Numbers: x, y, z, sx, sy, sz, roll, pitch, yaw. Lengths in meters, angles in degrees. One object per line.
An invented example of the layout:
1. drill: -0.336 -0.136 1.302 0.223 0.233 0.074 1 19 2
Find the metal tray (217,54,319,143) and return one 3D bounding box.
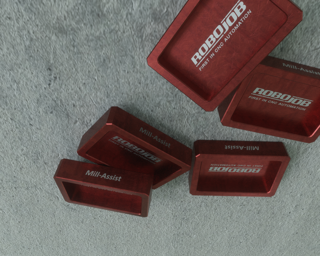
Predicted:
1. metal tray: 0.148 -0.033 0.376 0.131 0.030 0.089 11 129 -10

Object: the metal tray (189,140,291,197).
1. metal tray: 0.112 0.061 0.456 0.131 0.030 0.089 2 130 -2

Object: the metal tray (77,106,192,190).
1. metal tray: -0.033 0.033 0.419 0.131 0.030 0.090 30 135 -24

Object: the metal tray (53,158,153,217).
1. metal tray: -0.078 0.090 0.451 0.131 0.030 0.090 10 145 3

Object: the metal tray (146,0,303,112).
1. metal tray: 0.059 -0.090 0.308 0.090 0.030 0.129 38 122 -5
